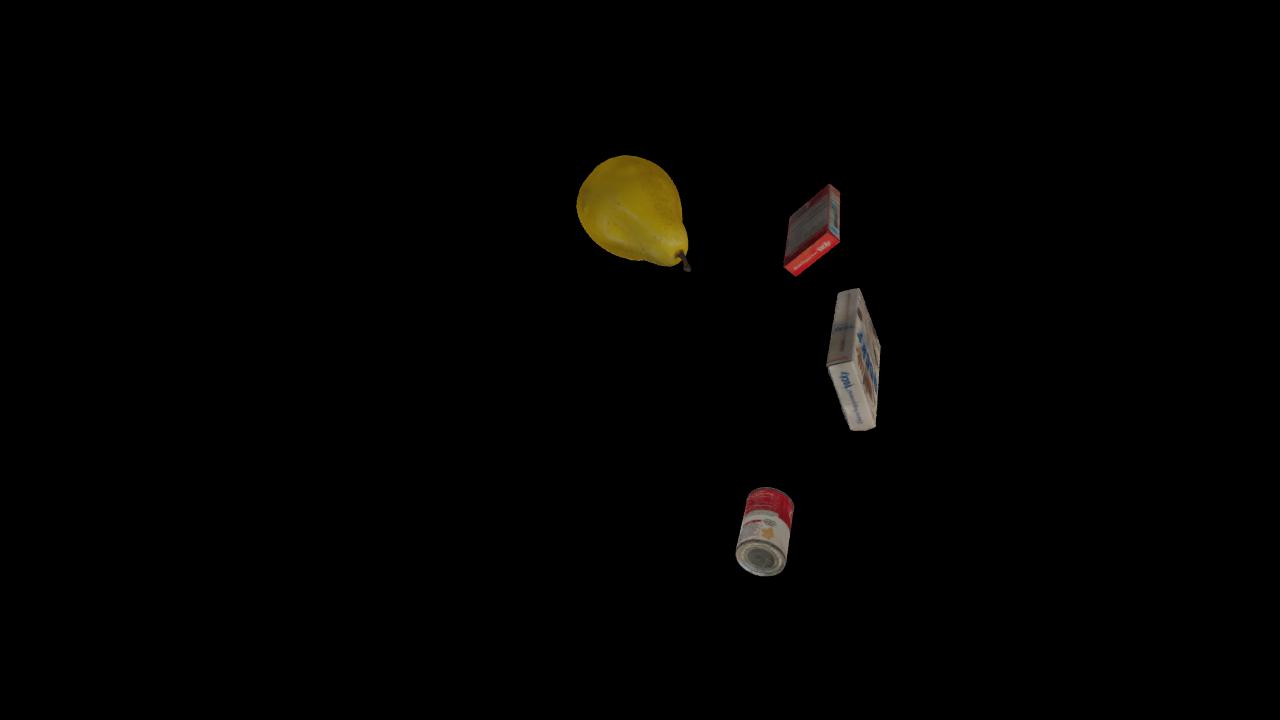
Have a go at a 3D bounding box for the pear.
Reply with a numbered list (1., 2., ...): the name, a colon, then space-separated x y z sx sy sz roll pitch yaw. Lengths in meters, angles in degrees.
1. pear: 0.009 -0.099 0.449 0.111 0.080 0.080 43 20 22

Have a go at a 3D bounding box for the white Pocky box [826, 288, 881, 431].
1. white Pocky box: 0.227 -0.005 0.647 0.028 0.084 0.154 -14 27 30

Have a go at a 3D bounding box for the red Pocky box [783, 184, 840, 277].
1. red Pocky box: 0.252 -0.191 0.896 0.028 0.155 0.083 39 -50 -16

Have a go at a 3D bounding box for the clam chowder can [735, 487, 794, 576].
1. clam chowder can: 0.170 0.233 0.837 0.068 0.068 0.102 0 31 21
